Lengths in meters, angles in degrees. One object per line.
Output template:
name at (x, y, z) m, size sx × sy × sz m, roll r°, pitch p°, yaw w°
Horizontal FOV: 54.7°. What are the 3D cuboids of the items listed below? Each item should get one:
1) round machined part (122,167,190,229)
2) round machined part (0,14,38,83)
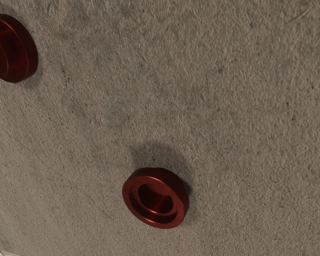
round machined part at (-0.002, 0.097, 0.456) m, size 0.098 × 0.042 × 0.097 m, roll 13°, pitch 124°, yaw 20°
round machined part at (-0.230, -0.110, 0.446) m, size 0.098 × 0.042 × 0.097 m, roll 13°, pitch 124°, yaw 20°
